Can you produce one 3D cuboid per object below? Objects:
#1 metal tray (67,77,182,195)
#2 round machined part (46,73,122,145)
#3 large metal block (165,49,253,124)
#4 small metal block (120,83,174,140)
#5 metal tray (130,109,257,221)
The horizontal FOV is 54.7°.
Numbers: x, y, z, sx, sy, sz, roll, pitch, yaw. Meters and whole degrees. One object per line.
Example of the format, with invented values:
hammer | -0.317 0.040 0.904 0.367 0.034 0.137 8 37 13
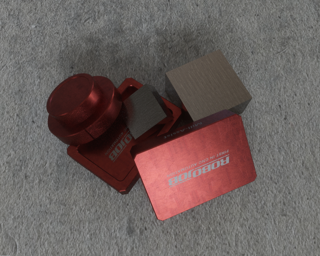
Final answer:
metal tray | -0.043 0.008 0.402 0.090 0.030 0.130 33 73 11
round machined part | -0.101 -0.030 0.388 0.098 0.042 0.098 -15 49 18
large metal block | 0.061 -0.046 0.413 0.080 0.050 0.080 -25 72 -9
small metal block | -0.019 -0.020 0.392 0.050 0.025 0.050 -36 74 17
metal tray | 0.041 0.043 0.367 0.131 0.030 0.090 -22 108 -7
